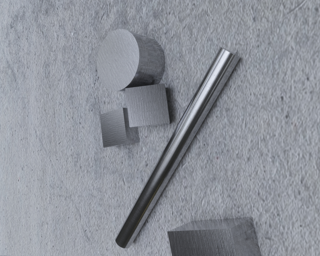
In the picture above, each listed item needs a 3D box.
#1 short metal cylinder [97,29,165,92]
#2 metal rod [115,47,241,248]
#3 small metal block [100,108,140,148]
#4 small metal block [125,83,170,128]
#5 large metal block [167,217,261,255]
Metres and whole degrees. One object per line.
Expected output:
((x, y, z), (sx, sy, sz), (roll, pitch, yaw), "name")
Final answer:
((-0.040, -0.088, 0.419), (0.080, 0.050, 0.079), (0, 90, 39), "short metal cylinder")
((0.012, 0.040, 0.392), (0.025, 0.025, 0.298), (41, 115, 32), "metal rod")
((-0.059, 0.000, 0.452), (0.050, 0.025, 0.050), (-13, 82, 39), "small metal block")
((-0.015, -0.027, 0.399), (0.050, 0.025, 0.050), (-7, 85, 1), "small metal block")
((0.062, 0.145, 0.336), (0.080, 0.050, 0.080), (-18, 79, 38), "large metal block")
